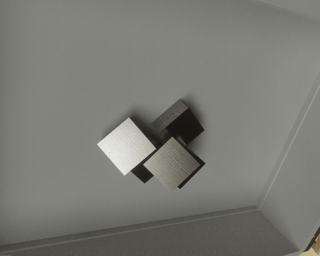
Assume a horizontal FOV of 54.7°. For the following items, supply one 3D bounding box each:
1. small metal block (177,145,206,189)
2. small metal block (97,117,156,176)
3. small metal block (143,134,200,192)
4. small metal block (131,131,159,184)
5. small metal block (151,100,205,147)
[{"bbox_3d":[0.028,0.048,0.437,0.050,0.050,0.025,-46,130,4],"label":"small metal block"},{"bbox_3d":[-0.040,0.022,0.384,0.050,0.025,0.050,-41,91,-1],"label":"small metal block"},{"bbox_3d":[0.014,0.044,0.395,0.050,0.025,0.050,-44,96,2],"label":"small metal block"},{"bbox_3d":[-0.020,0.040,0.422,0.050,0.025,0.050,-41,130,-1],"label":"small metal block"},{"bbox_3d":[0.025,-0.001,0.421,0.050,0.025,0.050,-41,130,-1],"label":"small metal block"}]
